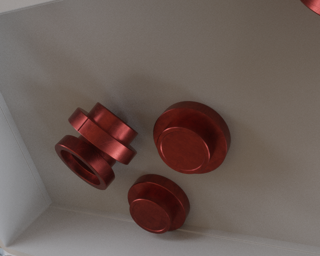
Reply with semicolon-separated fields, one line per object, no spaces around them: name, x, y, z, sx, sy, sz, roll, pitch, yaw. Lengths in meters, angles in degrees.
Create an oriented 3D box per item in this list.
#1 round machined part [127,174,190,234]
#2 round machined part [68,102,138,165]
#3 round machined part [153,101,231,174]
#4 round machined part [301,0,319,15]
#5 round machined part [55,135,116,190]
round machined part;-0.007;0.123;0.476;0.098;0.042;0.097;13;124;20
round machined part;-0.068;0.002;0.410;0.098;0.098;0.042;38;87;2
round machined part;0.035;0.019;0.390;0.098;0.042;0.097;13;124;20
round machined part;0.152;-0.102;0.215;0.098;0.098;0.042;25;135;12
round machined part;-0.106;0.045;0.465;0.098;0.042;0.097;29;149;19
